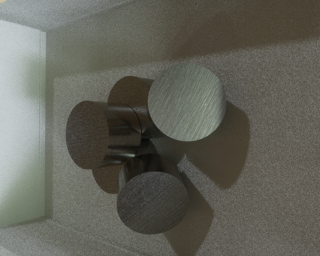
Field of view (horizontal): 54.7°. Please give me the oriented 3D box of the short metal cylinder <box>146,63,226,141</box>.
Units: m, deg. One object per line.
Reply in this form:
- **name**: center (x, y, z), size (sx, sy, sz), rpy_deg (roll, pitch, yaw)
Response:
- **short metal cylinder**: center (0.026, -0.026, 0.339), size (0.081, 0.050, 0.079), rpy_deg (0, 89, -5)

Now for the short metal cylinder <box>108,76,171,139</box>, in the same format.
- **short metal cylinder**: center (-0.024, -0.025, 0.406), size (0.080, 0.050, 0.079), rpy_deg (0, 90, 39)

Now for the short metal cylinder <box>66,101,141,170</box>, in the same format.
- **short metal cylinder**: center (-0.070, 0.008, 0.377), size (0.080, 0.050, 0.079), rpy_deg (0, 90, 39)

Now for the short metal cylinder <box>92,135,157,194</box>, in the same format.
- **short metal cylinder**: center (-0.050, 0.047, 0.428), size (0.080, 0.050, 0.079), rpy_deg (0, 90, 39)

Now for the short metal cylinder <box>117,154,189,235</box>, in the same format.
- **short metal cylinder**: center (-0.010, 0.077, 0.367), size (0.050, 0.081, 0.079), rpy_deg (-112, 39, -71)
